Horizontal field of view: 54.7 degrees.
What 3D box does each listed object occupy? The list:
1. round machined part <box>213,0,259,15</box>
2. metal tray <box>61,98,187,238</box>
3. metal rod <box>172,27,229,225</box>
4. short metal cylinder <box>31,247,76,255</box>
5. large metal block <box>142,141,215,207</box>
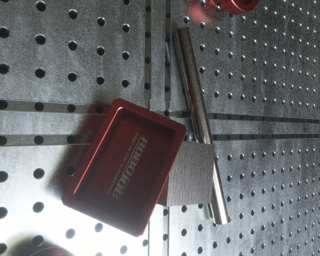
[{"bbox_3d":[0.115,-0.230,0.494,0.099,0.042,0.097,0,90,-40],"label":"round machined part"},{"bbox_3d":[-0.035,0.041,0.343,0.090,0.030,0.130,23,71,4],"label":"metal tray"},{"bbox_3d":[0.063,0.004,0.461,0.025,0.025,0.298,-22,104,-38],"label":"metal rod"},{"bbox_3d":[-0.103,0.167,0.307,0.081,0.050,0.079,0,90,-40],"label":"short metal cylinder"},{"bbox_3d":[0.026,0.058,0.415,0.081,0.050,0.080,8,85,-40],"label":"large metal block"}]
